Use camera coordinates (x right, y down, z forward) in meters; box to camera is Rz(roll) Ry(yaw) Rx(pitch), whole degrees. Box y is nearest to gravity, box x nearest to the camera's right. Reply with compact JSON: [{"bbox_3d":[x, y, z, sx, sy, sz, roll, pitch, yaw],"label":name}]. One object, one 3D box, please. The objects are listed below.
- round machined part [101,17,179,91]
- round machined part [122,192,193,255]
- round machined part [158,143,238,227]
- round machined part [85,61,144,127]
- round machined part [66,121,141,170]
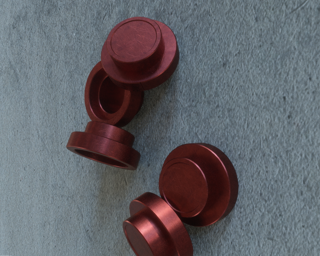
[{"bbox_3d":[-0.027,-0.098,0.386,0.098,0.042,0.098,-4,67,10],"label":"round machined part"},{"bbox_3d":[-0.009,0.131,0.375,0.098,0.042,0.097,36,141,37],"label":"round machined part"},{"bbox_3d":[0.037,0.067,0.363,0.098,0.042,0.097,0,90,40],"label":"round machined part"},{"bbox_3d":[-0.061,-0.048,0.443,0.098,0.042,0.097,-2,87,40],"label":"round machined part"},{"bbox_3d":[-0.073,0.023,0.424,0.098,0.098,0.042,3,69,40],"label":"round machined part"}]
